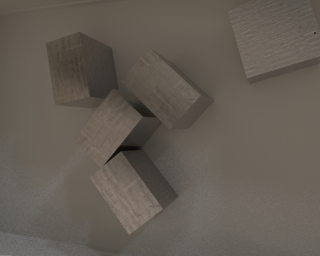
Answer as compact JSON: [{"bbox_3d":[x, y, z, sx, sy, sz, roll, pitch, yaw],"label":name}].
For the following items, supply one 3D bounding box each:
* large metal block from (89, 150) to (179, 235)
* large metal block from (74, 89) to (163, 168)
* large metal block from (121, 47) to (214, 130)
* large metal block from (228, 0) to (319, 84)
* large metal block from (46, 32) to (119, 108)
[{"bbox_3d":[-0.029,0.075,0.388,0.050,0.080,0.080,-40,78,10],"label":"large metal block"},{"bbox_3d":[-0.048,0.001,0.397,0.050,0.080,0.080,43,103,15],"label":"large metal block"},{"bbox_3d":[0.013,-0.044,0.376,0.080,0.080,0.050,45,104,14],"label":"large metal block"},{"bbox_3d":[0.130,-0.103,0.351,0.080,0.050,0.080,-16,85,19],"label":"large metal block"},{"bbox_3d":[-0.100,-0.072,0.415,0.050,0.080,0.080,-11,87,19],"label":"large metal block"}]
